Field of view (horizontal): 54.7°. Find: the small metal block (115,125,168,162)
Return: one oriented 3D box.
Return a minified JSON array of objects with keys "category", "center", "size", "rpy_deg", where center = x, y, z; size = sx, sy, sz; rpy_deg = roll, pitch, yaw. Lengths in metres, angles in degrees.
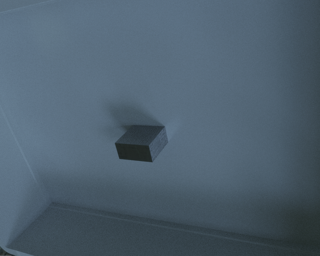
[{"category":"small metal block","center":[-0.024,0.020,0.416],"size":[0.050,0.050,0.025],"rpy_deg":[3,120,26]}]
